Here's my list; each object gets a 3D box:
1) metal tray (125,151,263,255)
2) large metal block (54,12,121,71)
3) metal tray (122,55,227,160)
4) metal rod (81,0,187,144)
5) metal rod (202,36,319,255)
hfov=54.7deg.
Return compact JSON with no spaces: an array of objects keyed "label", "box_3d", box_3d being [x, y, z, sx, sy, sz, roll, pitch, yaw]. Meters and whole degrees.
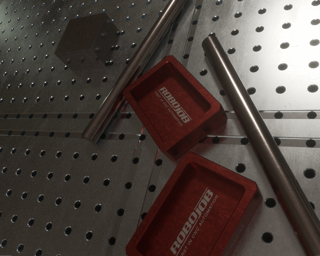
[{"label":"metal tray","box_3d":[0.035,0.099,0.324,0.090,0.030,0.130,25,75,36]},{"label":"large metal block","box_3d":[-0.127,-0.151,0.549,0.080,0.050,0.080,0,62,28]},{"label":"metal tray","box_3d":[0.015,-0.032,0.415,0.090,0.030,0.130,-37,51,2]},{"label":"metal rod","box_3d":[-0.031,-0.108,0.489,0.025,0.025,0.300,19,72,35]},{"label":"metal rod","box_3d":[0.106,-0.006,0.355,0.025,0.025,0.299,-25,53,12]}]
